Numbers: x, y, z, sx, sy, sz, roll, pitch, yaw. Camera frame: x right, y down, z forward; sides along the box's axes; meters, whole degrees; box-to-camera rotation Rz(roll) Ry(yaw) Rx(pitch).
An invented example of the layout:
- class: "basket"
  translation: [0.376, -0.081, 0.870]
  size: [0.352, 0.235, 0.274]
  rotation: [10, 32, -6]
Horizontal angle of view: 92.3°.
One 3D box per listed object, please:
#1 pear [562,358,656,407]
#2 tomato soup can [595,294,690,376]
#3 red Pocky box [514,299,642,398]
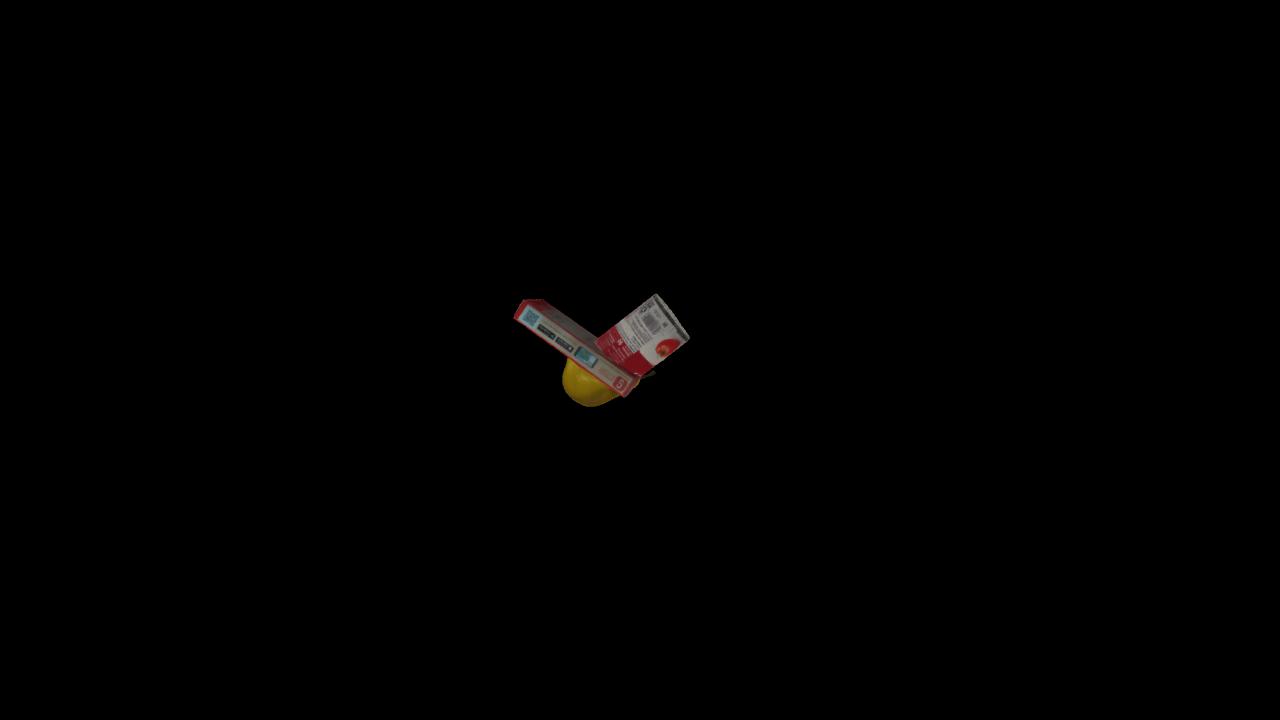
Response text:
- class: "pear"
  translation: [-0.039, 0.023, 0.769]
  size: [0.111, 0.080, 0.080]
  rotation: [13, 2, 7]
- class: "tomato soup can"
  translation: [-0.001, -0.021, 0.705]
  size: [0.101, 0.068, 0.068]
  rotation: [-38, -6, 8]
- class: "red Pocky box"
  translation: [-0.067, -0.016, 0.709]
  size: [0.155, 0.028, 0.083]
  rotation: [36, 9, 2]
